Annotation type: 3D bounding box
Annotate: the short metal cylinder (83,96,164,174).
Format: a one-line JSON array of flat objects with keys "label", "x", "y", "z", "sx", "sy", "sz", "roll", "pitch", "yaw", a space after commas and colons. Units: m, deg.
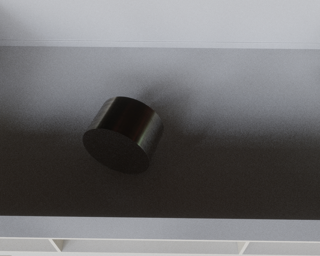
[{"label": "short metal cylinder", "x": -0.042, "y": 0.010, "z": 0.361, "sx": 0.080, "sy": 0.080, "sz": 0.050, "roll": 15, "pitch": 52, "yaw": 12}]
